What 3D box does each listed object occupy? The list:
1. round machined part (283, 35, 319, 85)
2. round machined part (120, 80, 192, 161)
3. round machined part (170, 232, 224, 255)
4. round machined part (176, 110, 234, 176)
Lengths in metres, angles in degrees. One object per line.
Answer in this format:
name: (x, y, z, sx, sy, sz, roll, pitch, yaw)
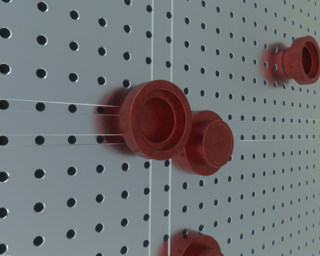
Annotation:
round machined part: (0.290, -0.137, 0.639, 0.099, 0.042, 0.097, 0, 90, -40)
round machined part: (-0.009, -0.009, 0.389, 0.099, 0.042, 0.097, 0, 90, -40)
round machined part: (0.059, 0.205, 0.447, 0.099, 0.042, 0.097, 0, 90, -40)
round machined part: (0.071, 0.022, 0.457, 0.099, 0.042, 0.097, 0, 90, -40)
